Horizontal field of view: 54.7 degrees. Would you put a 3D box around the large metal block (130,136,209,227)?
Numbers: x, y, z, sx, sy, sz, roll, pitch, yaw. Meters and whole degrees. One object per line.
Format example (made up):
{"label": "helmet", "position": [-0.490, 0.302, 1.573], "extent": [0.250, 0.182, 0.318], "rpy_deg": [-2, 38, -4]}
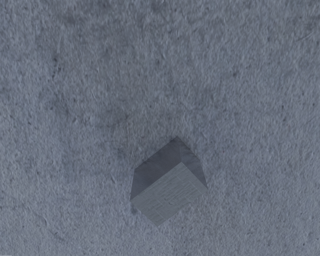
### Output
{"label": "large metal block", "position": [0.010, 0.067, 0.405], "extent": [0.080, 0.080, 0.050], "rpy_deg": [-39, 106, 13]}
